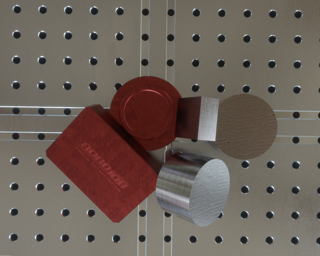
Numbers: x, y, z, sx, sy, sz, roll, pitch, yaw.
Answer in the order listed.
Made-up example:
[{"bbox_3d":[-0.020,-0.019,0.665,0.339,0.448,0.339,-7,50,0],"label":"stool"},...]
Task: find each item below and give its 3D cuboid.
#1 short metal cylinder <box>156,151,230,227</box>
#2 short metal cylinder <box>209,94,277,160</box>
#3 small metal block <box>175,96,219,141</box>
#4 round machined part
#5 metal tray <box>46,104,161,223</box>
[{"bbox_3d":[0.041,0.072,0.376,0.050,0.081,0.080,10,90,43],"label":"short metal cylinder"},{"bbox_3d":[0.102,-0.002,0.398,0.081,0.050,0.079,0,90,0],"label":"short metal cylinder"},{"bbox_3d":[0.044,-0.011,0.379,0.025,0.050,0.050,6,89,-28],"label":"small metal block"},{"bbox_3d":[-0.016,-0.019,0.400,0.099,0.042,0.097,0,90,0],"label":"round machined part"},{"bbox_3d":[-0.068,0.045,0.395,0.130,0.030,0.090,45,105,-1],"label":"metal tray"}]
